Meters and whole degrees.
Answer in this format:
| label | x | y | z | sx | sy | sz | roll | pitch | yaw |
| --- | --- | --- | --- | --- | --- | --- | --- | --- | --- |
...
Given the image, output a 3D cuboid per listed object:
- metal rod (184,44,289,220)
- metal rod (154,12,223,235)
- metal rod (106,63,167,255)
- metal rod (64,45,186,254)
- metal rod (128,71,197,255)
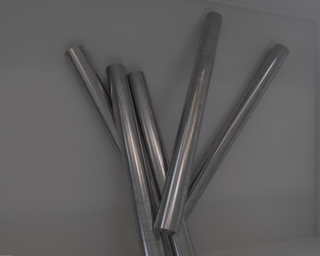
| label | x | y | z | sx | sy | sz | roll | pitch | yaw |
| --- | --- | --- | --- | --- | --- | --- | --- | --- | --- |
| metal rod | 0.105 | 0.000 | 0.449 | 0.025 | 0.025 | 0.300 | 38 | 78 | -16 |
| metal rod | 0.041 | -0.027 | 0.369 | 0.025 | 0.025 | 0.300 | 26 | 60 | -18 |
| metal rod | -0.022 | 0.061 | 0.334 | 0.025 | 0.025 | 0.299 | -6 | 67 | -20 |
| metal rod | -0.037 | 0.039 | 0.390 | 0.025 | 0.025 | 0.299 | -29 | 98 | -18 |
| metal rod | 0.006 | 0.066 | 0.345 | 0.025 | 0.025 | 0.299 | -8 | 67 | -20 |
